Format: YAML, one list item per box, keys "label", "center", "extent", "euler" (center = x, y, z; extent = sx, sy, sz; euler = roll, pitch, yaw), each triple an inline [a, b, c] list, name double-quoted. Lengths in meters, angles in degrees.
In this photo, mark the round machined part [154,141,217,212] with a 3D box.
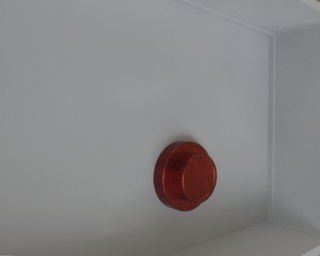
- label: "round machined part"
  center: [0.042, 0.068, 0.433]
  extent: [0.099, 0.042, 0.097]
  euler: [0, 90, -40]
